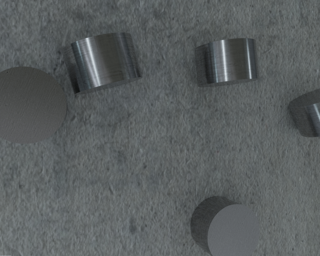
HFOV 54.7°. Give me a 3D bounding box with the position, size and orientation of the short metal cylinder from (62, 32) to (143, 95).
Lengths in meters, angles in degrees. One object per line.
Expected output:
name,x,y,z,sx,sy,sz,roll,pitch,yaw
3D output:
short metal cylinder,-0.065,-0.072,0.356,0.081,0.080,0.050,-17,96,-20

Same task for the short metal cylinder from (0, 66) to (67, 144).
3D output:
short metal cylinder,-0.147,-0.024,0.342,0.081,0.050,0.079,0,90,-21

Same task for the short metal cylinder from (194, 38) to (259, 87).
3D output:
short metal cylinder,0.089,-0.085,0.414,0.081,0.080,0.050,-7,93,-20

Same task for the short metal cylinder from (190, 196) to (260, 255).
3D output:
short metal cylinder,0.090,0.140,0.431,0.081,0.050,0.079,0,90,-21

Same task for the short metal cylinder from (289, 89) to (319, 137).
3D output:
short metal cylinder,0.247,-0.026,0.473,0.081,0.080,0.050,-28,100,-18
